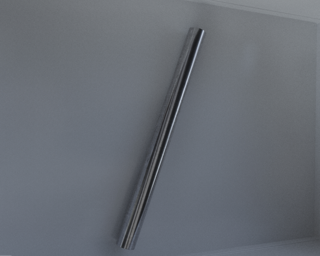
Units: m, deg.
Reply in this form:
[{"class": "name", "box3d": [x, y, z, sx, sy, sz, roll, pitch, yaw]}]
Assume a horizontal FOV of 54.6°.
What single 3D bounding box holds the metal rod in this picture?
[{"class": "metal rod", "box3d": [0.004, 0.008, 0.409, 0.025, 0.025, 0.299, 21, 83, -19]}]
